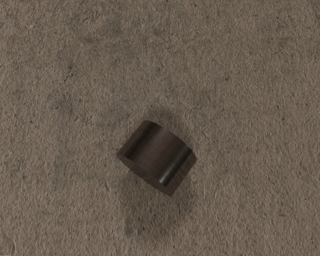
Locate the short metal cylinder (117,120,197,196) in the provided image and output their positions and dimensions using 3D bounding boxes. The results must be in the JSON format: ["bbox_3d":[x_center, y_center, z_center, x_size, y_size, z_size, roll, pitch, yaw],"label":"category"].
[{"bbox_3d":[-0.004,0.036,0.366,0.080,0.080,0.050,34,74,11],"label":"short metal cylinder"}]
